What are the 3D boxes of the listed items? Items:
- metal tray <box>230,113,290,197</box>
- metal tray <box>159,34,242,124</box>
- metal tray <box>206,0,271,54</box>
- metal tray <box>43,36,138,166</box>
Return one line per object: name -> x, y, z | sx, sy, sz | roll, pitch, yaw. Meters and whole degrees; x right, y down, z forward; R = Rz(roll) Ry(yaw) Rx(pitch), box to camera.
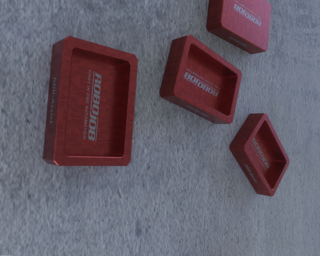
metal tray -> 0.183, 0.048, 0.558 | 0.090, 0.030, 0.130 | -51, 120, -28
metal tray -> 0.065, -0.067, 0.458 | 0.131, 0.030, 0.090 | 22, 76, -38
metal tray -> 0.135, -0.187, 0.517 | 0.131, 0.030, 0.090 | 11, 83, -40
metal tray -> -0.073, -0.024, 0.341 | 0.091, 0.030, 0.129 | 6, 86, -40
